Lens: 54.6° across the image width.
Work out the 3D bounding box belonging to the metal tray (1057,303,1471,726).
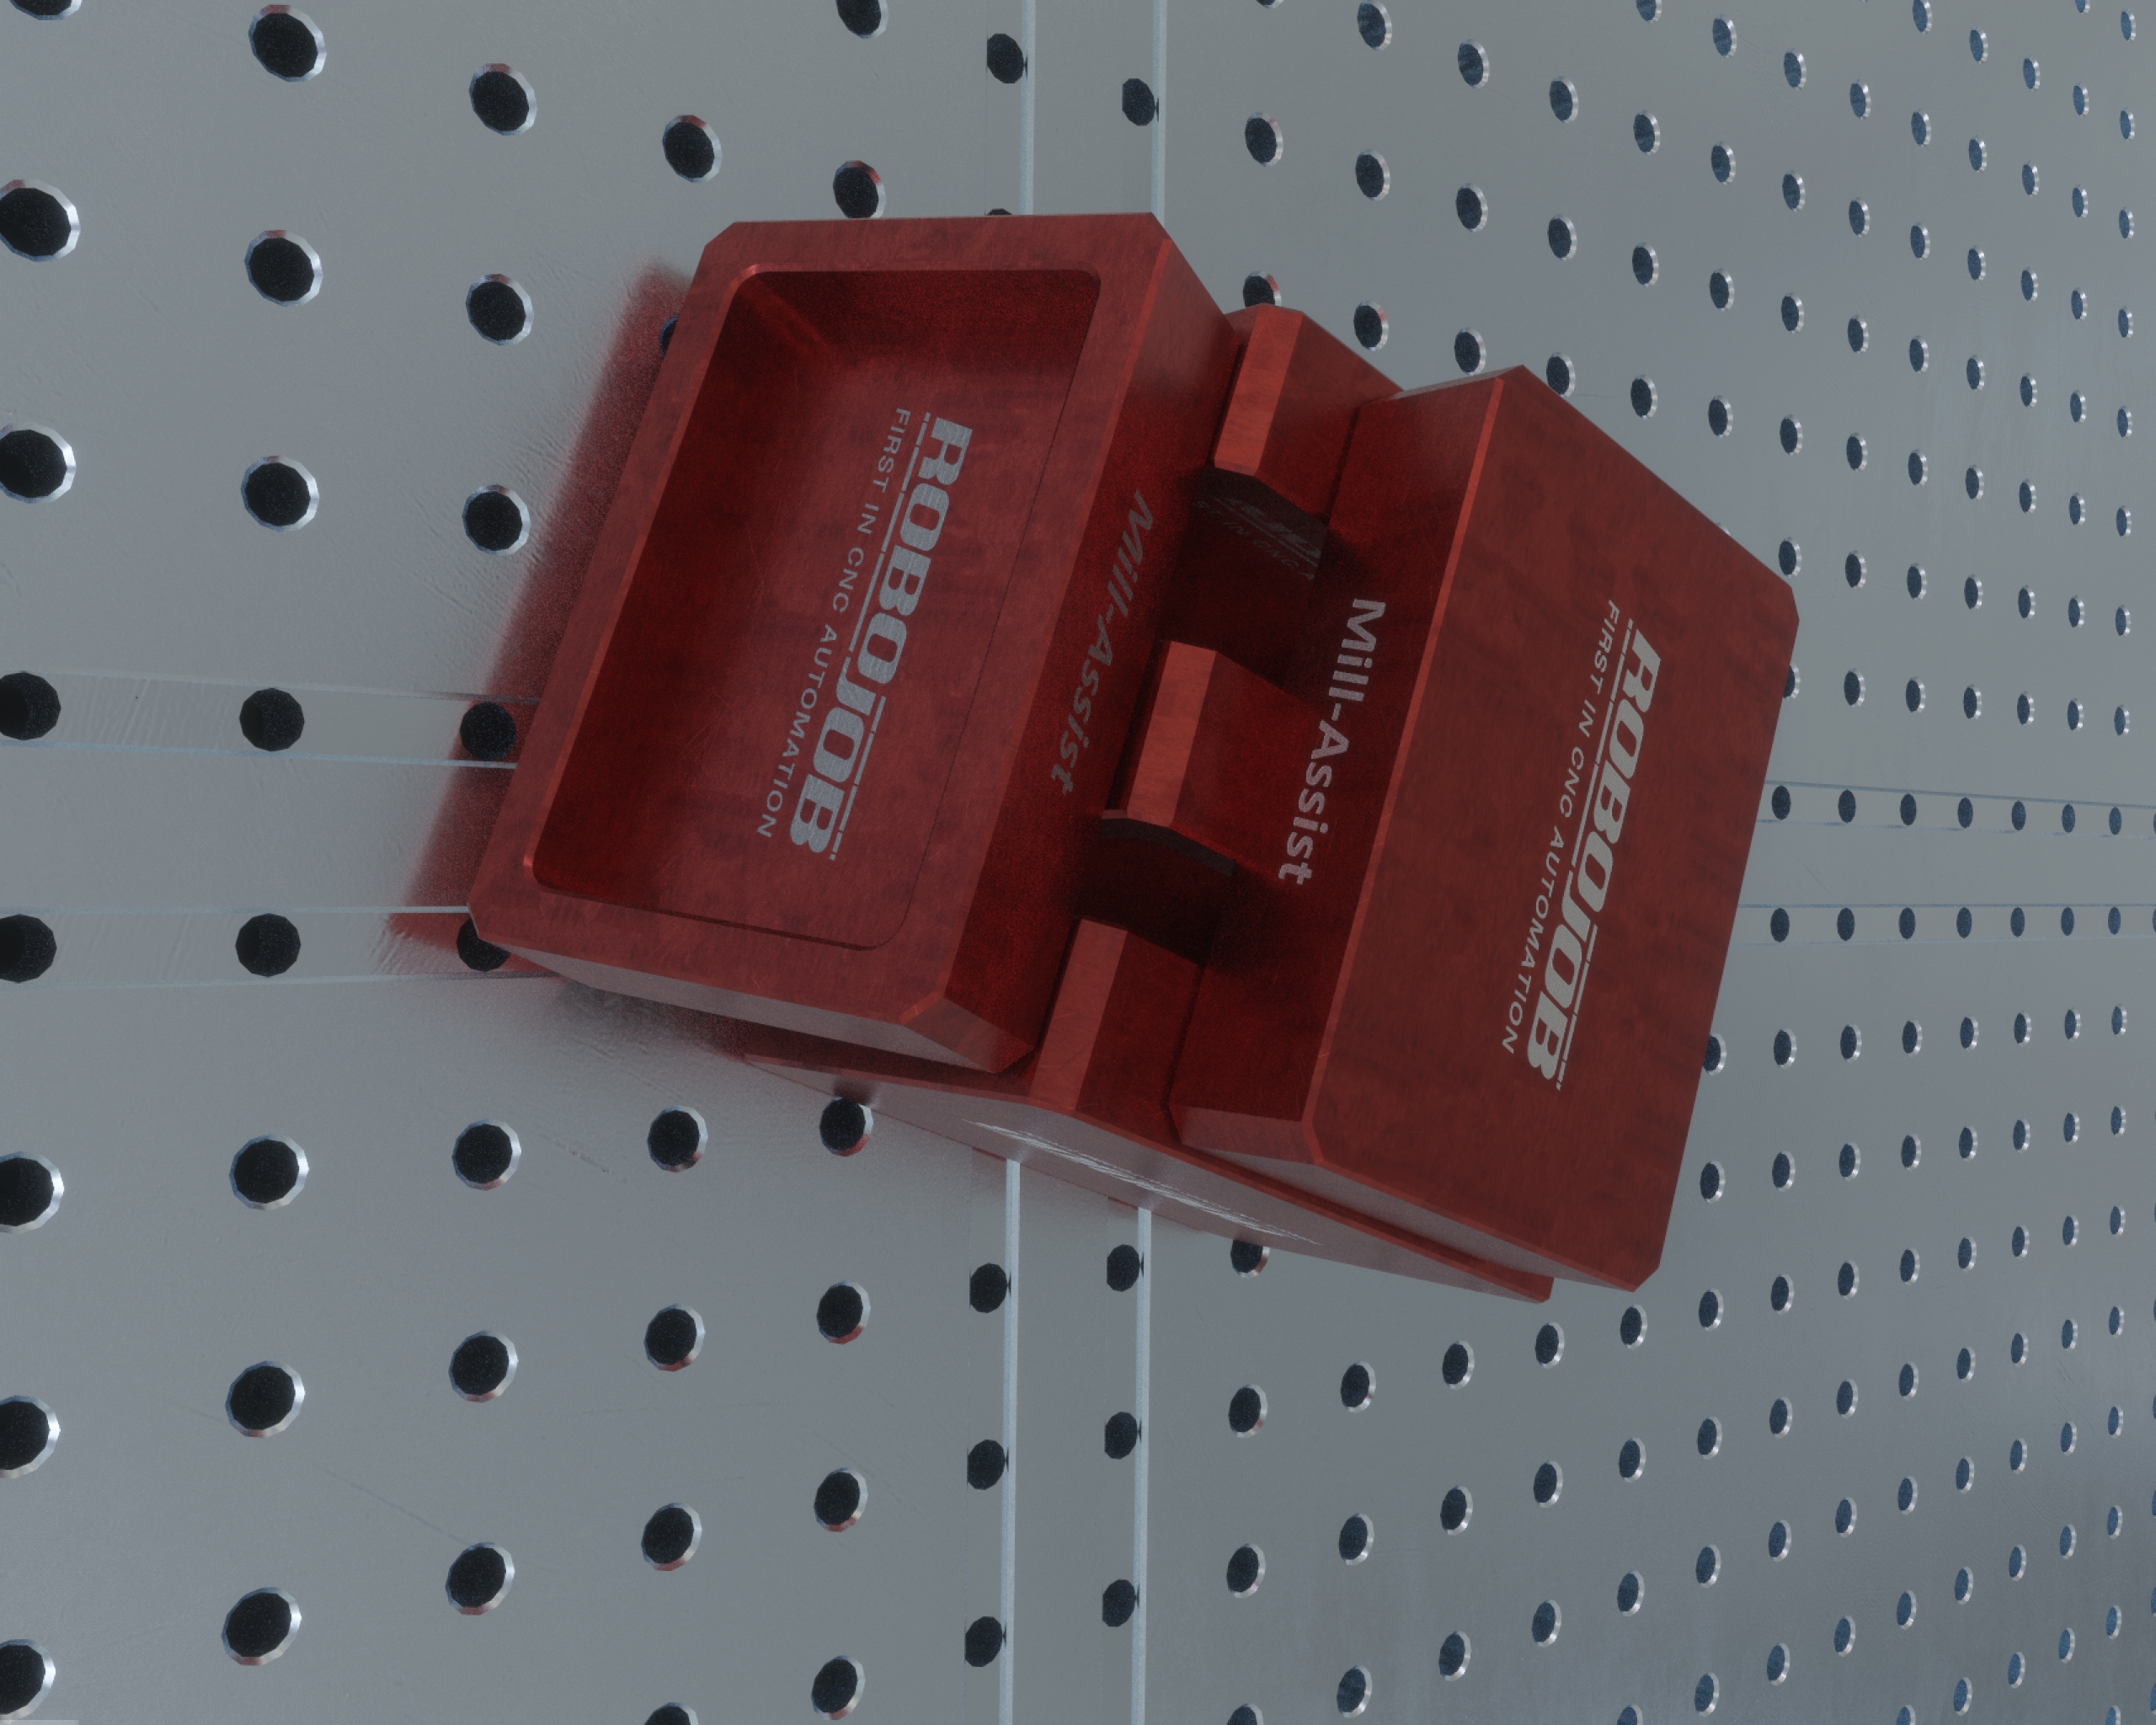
[{"bbox_3d":[0.047,-0.055,0.404,0.131,0.090,0.030,26,74,-37],"label":"metal tray"}]

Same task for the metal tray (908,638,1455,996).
[{"bbox_3d":[0.031,0.001,0.390,0.131,0.090,0.030,25,73,-38],"label":"metal tray"}]

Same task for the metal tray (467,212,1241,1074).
[{"bbox_3d":[-0.035,-0.039,0.333,0.030,0.090,0.130,38,65,-58],"label":"metal tray"}]

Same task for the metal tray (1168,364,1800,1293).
[{"bbox_3d":[0.072,-0.003,0.347,0.090,0.030,0.130,26,74,-37],"label":"metal tray"}]

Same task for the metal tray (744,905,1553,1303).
[{"bbox_3d":[0.018,0.044,0.380,0.131,0.090,0.030,27,74,-37],"label":"metal tray"}]
